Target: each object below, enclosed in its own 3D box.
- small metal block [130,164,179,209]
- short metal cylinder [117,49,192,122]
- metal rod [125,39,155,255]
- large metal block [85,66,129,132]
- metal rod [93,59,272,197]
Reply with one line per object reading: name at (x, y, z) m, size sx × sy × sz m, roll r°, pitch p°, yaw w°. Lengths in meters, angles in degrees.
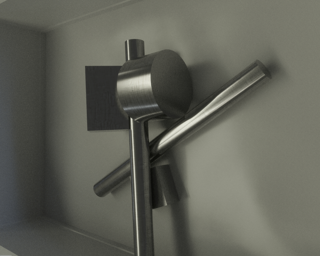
small metal block at (-0.008, 0.080, 0.410) m, size 0.050 × 0.025 × 0.050 m, roll -27°, pitch 74°, yaw 36°
short metal cylinder at (-0.004, -0.048, 0.370) m, size 0.050 × 0.081 × 0.080 m, roll -5°, pitch 87°, yaw 38°
metal rod at (-0.025, 0.038, 0.390) m, size 0.025 × 0.025 × 0.298 m, roll -6°, pitch 85°, yaw 39°
large metal block at (-0.072, -0.036, 0.420) m, size 0.080 × 0.050 × 0.080 m, roll 165°, pitch 102°, yaw -80°
metal rod at (0.007, 0.018, 0.396) m, size 0.299 × 0.025 × 0.025 m, roll -38°, pitch 67°, yaw 33°
